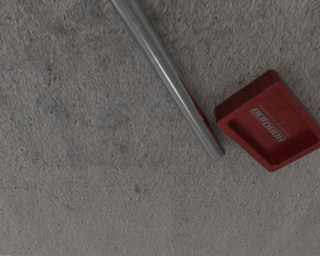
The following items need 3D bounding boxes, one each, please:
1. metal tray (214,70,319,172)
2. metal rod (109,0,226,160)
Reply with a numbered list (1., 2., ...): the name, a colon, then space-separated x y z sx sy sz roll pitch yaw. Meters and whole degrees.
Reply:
1. metal tray: 0.145 -0.003 0.402 0.090 0.030 0.130 -37 122 27
2. metal rod: 0.009 -0.064 0.352 0.025 0.025 0.300 -23 127 18
